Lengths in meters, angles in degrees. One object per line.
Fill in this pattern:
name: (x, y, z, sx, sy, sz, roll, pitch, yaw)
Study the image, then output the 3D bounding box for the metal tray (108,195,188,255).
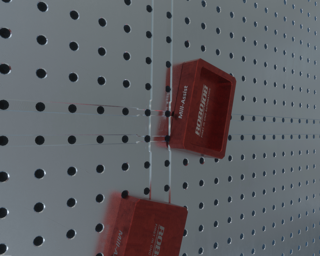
metal tray: (-0.018, 0.157, 0.390, 0.090, 0.030, 0.130, 22, 76, -38)

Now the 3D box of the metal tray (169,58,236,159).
metal tray: (0.066, -0.026, 0.459, 0.091, 0.030, 0.130, 18, 79, -39)
